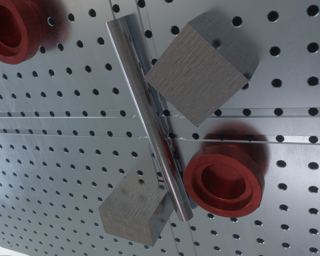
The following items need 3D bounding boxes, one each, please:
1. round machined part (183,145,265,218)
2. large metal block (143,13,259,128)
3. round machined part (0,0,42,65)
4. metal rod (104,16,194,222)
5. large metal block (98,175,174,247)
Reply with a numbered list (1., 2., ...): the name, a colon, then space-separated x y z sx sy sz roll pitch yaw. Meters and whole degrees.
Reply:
1. round machined part: 0.083 0.063 0.396 0.098 0.042 0.097 13 124 21
2. large metal block: 0.044 -0.061 0.334 0.080 0.050 0.080 43 129 -2
3. round machined part: -0.202 -0.139 0.420 0.098 0.042 0.097 13 124 21
4. metal rod: -0.007 0.004 0.417 0.025 0.025 0.298 -6 116 31
5. large metal block: -0.032 0.121 0.468 0.080 0.080 0.050 7 122 24
